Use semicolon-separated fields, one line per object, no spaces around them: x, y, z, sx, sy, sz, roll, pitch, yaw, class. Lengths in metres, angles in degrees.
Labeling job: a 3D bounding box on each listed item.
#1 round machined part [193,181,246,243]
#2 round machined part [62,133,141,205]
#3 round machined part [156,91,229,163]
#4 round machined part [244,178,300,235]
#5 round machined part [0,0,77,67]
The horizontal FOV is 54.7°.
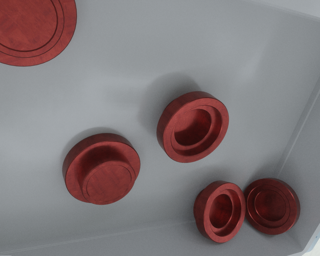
0.095;0.136;0.517;0.099;0.042;0.097;-2;93;-36;round machined part
-0.070;0.059;0.395;0.099;0.042;0.097;-14;124;-21;round machined part
0.040;-0.005;0.416;0.099;0.042;0.097;-14;124;-21;round machined part
0.203;0.139;0.562;0.042;0.098;0.097;4;118;-50;round machined part
-0.122;-0.100;0.269;0.099;0.042;0.097;-14;124;-21;round machined part
